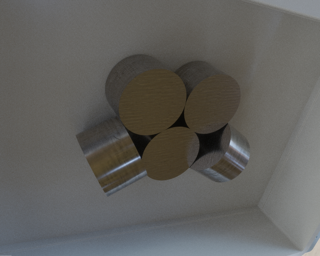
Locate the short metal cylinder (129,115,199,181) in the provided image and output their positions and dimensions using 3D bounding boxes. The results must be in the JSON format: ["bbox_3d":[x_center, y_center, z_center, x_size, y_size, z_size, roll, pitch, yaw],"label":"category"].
[{"bbox_3d":[0.004,0.021,0.406,0.081,0.050,0.079,-14,124,-21],"label":"short metal cylinder"}]

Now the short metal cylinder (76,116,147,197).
[{"bbox_3d":[-0.056,0.032,0.360,0.050,0.080,0.080,-27,128,-11],"label":"short metal cylinder"}]

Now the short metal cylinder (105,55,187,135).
[{"bbox_3d":[-0.017,-0.038,0.357,0.081,0.050,0.079,-14,124,-21],"label":"short metal cylinder"}]

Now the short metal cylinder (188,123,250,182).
[{"bbox_3d":[0.076,0.030,0.430,0.050,0.080,0.080,34,99,-38],"label":"short metal cylinder"}]

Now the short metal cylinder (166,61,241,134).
[{"bbox_3d":[0.054,-0.039,0.396,0.081,0.050,0.079,-14,124,-21],"label":"short metal cylinder"}]
